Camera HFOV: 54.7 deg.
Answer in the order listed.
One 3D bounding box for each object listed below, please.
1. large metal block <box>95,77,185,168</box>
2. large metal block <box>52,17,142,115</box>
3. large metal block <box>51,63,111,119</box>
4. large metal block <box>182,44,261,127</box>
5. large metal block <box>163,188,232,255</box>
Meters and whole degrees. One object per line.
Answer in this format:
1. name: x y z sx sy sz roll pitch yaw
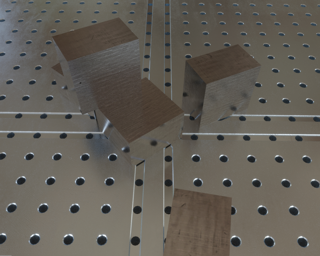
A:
1. large metal block: -0.027 -0.010 0.399 0.081 0.050 0.080 -30 57 -23
2. large metal block: -0.071 -0.073 0.367 0.081 0.080 0.050 -24 54 -19
3. large metal block: -0.094 -0.071 0.450 0.080 0.050 0.080 33 57 24
4. large metal block: 0.080 -0.057 0.421 0.081 0.080 0.050 -21 53 -17
5. large metal block: 0.030 0.113 0.278 0.050 0.080 0.080 8 51 6
